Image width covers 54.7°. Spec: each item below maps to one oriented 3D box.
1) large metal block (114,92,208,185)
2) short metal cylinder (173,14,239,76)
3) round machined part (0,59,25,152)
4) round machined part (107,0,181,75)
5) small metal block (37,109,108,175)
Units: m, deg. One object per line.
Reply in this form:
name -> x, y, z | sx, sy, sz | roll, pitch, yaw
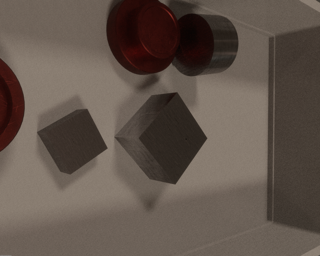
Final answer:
large metal block -> 0.004, 0.012, 0.396 | 0.080, 0.050, 0.080 | -51, 120, -28
short metal cylinder -> 0.058, -0.113, 0.422 | 0.050, 0.080, 0.079 | -14, 100, -39
round machined part -> -0.168, -0.019, 0.252 | 0.099, 0.042, 0.097 | 1, 88, -44
round machined part -> -0.013, -0.118, 0.386 | 0.099, 0.042, 0.097 | 0, 90, -40
small metal block -> -0.092, 0.013, 0.331 | 0.050, 0.025, 0.050 | -37, 113, -34
